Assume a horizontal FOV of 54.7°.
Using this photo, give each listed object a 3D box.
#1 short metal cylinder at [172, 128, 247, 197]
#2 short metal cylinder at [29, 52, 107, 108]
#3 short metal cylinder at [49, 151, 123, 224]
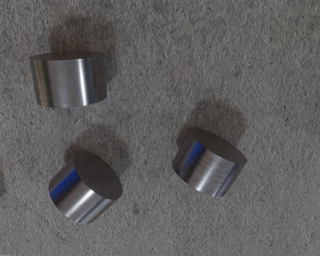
[{"bbox_3d":[0.062,0.042,0.396,0.080,0.080,0.050,25,108,-9],"label":"short metal cylinder"},{"bbox_3d":[-0.104,-0.059,0.358,0.080,0.080,0.050,-1,110,0],"label":"short metal cylinder"},{"bbox_3d":[-0.096,0.077,0.408,0.080,0.080,0.050,42,105,-14],"label":"short metal cylinder"}]
